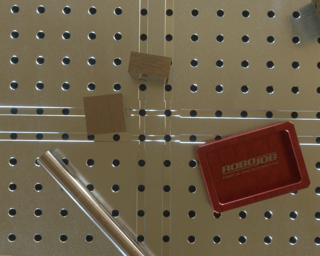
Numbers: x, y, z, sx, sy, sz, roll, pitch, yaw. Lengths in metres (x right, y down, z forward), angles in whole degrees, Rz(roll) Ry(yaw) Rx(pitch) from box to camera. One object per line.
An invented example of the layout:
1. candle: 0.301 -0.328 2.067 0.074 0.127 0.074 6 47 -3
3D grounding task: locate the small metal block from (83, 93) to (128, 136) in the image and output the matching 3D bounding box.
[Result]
1. small metal block: -0.072 -0.018 0.412 0.050 0.025 0.050 -6 90 -1

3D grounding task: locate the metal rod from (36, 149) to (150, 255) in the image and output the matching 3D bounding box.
1. metal rod: -0.053 0.147 0.412 0.025 0.025 0.300 -42 91 0

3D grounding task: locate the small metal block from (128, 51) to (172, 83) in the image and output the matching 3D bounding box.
1. small metal block: -0.012 -0.077 0.401 0.050 0.050 0.025 9 90 -1

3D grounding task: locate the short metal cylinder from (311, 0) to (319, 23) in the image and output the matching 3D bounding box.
1. short metal cylinder: 0.240 -0.160 0.389 0.080 0.080 0.050 -22 90 0

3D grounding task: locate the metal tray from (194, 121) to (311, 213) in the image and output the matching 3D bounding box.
1. metal tray: 0.120 0.050 0.412 0.131 0.030 0.090 -16 90 -1
